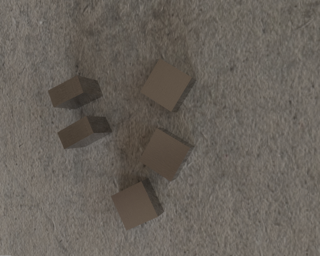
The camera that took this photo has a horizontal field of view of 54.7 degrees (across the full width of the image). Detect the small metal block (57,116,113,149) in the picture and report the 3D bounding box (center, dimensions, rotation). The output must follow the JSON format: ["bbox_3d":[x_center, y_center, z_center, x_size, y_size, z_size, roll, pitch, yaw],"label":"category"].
[{"bbox_3d":[-0.103,0.006,0.431,0.050,0.050,0.025,-27,81,17],"label":"small metal block"}]

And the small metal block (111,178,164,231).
[{"bbox_3d":[-0.030,0.103,0.419,0.050,0.025,0.050,-29,81,17],"label":"small metal block"}]

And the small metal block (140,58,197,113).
[{"bbox_3d":[0.011,-0.055,0.404,0.050,0.025,0.050,34,101,16],"label":"small metal block"}]

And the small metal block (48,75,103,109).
[{"bbox_3d":[-0.118,-0.049,0.436,0.050,0.050,0.025,-23,83,18],"label":"small metal block"}]

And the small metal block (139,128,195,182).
[{"bbox_3d":[0.009,0.034,0.405,0.050,0.025,0.050,31,100,17],"label":"small metal block"}]
